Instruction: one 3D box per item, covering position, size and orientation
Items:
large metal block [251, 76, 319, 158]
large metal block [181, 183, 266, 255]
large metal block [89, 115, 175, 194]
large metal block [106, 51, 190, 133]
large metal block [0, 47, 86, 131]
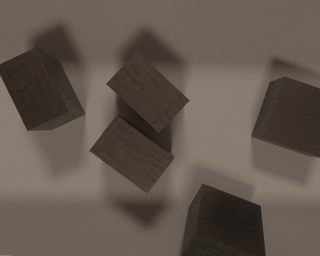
[{"bbox_3d":[0.177,-0.013,0.401,0.080,0.050,0.080,19,90,-1],"label":"large metal block"},{"bbox_3d":[0.077,0.125,0.378,0.080,0.080,0.050,21,124,-1],"label":"large metal block"},{"bbox_3d":[-0.031,0.029,0.384,0.080,0.080,0.050,37,90,-1],"label":"large metal block"},{"bbox_3d":[-0.014,-0.040,0.384,0.080,0.080,0.050,43,90,-1],"label":"large metal block"},{"bbox_3d":[-0.141,-0.043,0.382,0.050,0.080,0.080,-26,90,0],"label":"large metal block"}]
